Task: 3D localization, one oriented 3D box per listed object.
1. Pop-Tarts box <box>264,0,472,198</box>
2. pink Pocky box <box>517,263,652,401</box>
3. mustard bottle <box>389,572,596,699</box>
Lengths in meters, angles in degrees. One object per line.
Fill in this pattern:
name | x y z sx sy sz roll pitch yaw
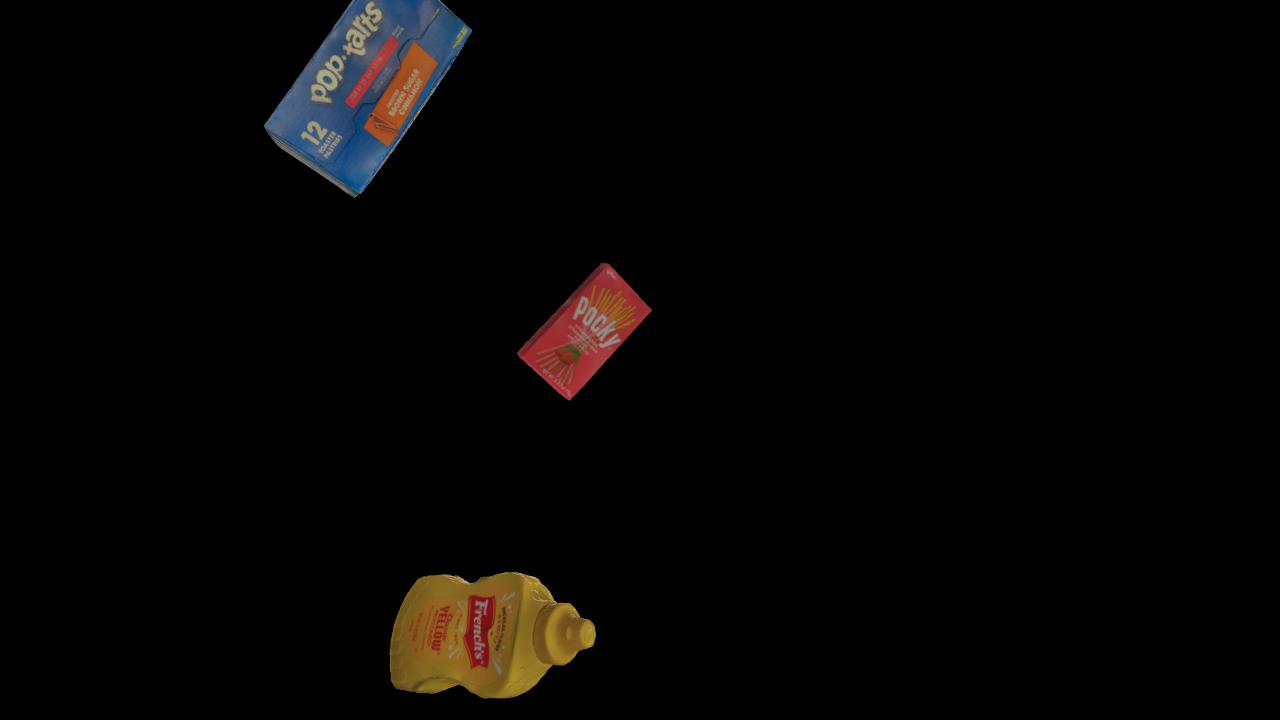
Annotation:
Pop-Tarts box | -0.238 -0.236 0.541 0.083 0.167 0.141 34 -5 -28
pink Pocky box | -0.066 -0.035 0.748 0.084 0.155 0.029 45 -8 -24
mustard bottle | -0.112 0.213 0.480 0.184 0.092 0.054 -13 -40 29
